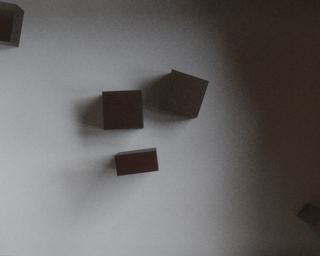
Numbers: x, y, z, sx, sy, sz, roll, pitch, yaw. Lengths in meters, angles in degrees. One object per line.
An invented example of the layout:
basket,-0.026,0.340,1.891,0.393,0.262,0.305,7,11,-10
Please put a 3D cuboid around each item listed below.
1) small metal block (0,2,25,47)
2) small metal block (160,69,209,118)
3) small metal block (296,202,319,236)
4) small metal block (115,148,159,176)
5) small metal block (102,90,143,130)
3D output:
small metal block,-0.213,-0.138,0.409,0.050,0.025,0.050,9,90,-1
small metal block,0.032,-0.045,0.412,0.050,0.025,0.050,18,90,-1
small metal block,0.215,0.129,0.402,0.050,0.050,0.025,42,90,-1
small metal block,-0.028,0.042,0.399,0.050,0.050,0.025,-7,90,0
small metal block,-0.048,-0.023,0.411,0.050,0.025,0.050,-3,90,-1
